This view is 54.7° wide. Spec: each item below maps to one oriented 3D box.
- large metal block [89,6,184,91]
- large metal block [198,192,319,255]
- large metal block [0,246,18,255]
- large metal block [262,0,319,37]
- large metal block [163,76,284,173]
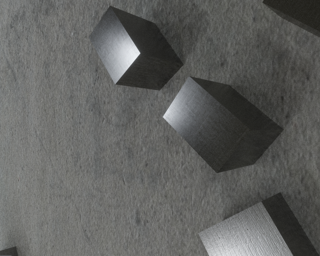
[{"bbox_3d":[-0.030,-0.097,0.391,0.050,0.081,0.080,-45,64,31],"label":"large metal block"},{"bbox_3d":[0.099,0.121,0.306,0.080,0.050,0.080,-40,66,32],"label":"large metal block"},{"bbox_3d":[-0.359,0.299,0.661,0.080,0.081,0.050,-33,70,35],"label":"large metal block"},{"bbox_3d":[0.152,-0.121,0.263,0.080,0.050,0.080,44,116,30],"label":"large metal block"},{"bbox_3d":[0.065,-0.005,0.315,0.080,0.081,0.050,47,118,29],"label":"large metal block"}]
